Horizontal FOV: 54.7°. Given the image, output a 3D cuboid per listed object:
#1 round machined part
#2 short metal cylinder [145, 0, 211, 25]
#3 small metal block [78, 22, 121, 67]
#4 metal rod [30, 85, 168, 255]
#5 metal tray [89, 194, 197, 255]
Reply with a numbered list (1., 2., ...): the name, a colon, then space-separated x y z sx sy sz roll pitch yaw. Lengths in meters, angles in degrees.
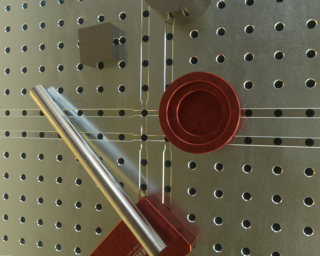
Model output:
1. round machined part: 0.051 -0.018 0.385 0.098 0.042 0.097 0 90 19
2. short metal cylinder: 0.022 -0.178 0.391 0.080 0.050 0.079 0 90 19
3. small metal block: -0.087 -0.118 0.442 0.050 0.025 0.050 -5 88 19
4. metal rod: -0.094 0.046 0.424 0.025 0.025 0.300 -48 68 13
5. metal tray: -0.026 0.165 0.418 0.090 0.030 0.130 44 103 14
